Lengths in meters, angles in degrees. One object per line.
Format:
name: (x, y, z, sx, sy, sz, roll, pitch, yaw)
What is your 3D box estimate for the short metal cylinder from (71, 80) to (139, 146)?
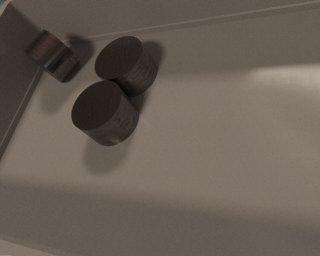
short metal cylinder: (-0.077, -0.021, 0.441, 0.080, 0.050, 0.080, -13, 56, 20)

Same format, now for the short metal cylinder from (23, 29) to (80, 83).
short metal cylinder: (-0.189, -0.125, 0.544, 0.080, 0.080, 0.050, 32, 80, 37)

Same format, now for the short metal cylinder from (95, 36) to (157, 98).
short metal cylinder: (-0.051, -0.092, 0.471, 0.080, 0.050, 0.080, -13, 56, 20)
